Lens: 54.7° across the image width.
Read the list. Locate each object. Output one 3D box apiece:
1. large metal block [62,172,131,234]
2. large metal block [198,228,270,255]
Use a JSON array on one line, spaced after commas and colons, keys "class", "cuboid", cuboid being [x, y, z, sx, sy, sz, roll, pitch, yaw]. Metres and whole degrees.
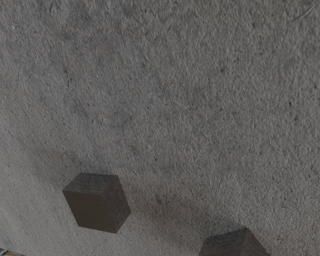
[{"class": "large metal block", "cuboid": [-0.105, 0.125, 0.524, 0.080, 0.050, 0.080, 0, 118, 28]}, {"class": "large metal block", "cuboid": [0.114, 0.202, 0.456, 0.080, 0.050, 0.080, -32, 101, 38]}]
